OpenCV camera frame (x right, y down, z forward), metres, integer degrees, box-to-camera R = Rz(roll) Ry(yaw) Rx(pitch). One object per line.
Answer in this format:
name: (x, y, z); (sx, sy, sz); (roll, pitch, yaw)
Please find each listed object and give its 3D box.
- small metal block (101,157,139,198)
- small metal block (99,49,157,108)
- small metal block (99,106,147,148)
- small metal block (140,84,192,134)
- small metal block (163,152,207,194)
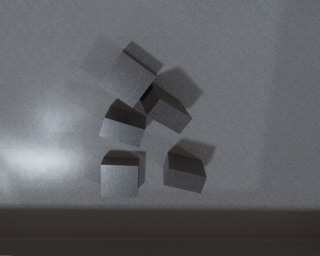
small metal block: (-0.056, 0.069, 0.436); (0.050, 0.025, 0.050); (3, 110, -2)
small metal block: (-0.040, -0.062, 0.388); (0.050, 0.025, 0.050); (35, 106, -12)
small metal block: (-0.046, -0.003, 0.396); (0.050, 0.050, 0.025); (17, 109, -7)
small metal block: (0.006, -0.025, 0.383); (0.050, 0.050, 0.025); (29, 108, -28)
small metal block: (0.032, 0.060, 0.421); (0.050, 0.050, 0.025); (14, 110, -6)
